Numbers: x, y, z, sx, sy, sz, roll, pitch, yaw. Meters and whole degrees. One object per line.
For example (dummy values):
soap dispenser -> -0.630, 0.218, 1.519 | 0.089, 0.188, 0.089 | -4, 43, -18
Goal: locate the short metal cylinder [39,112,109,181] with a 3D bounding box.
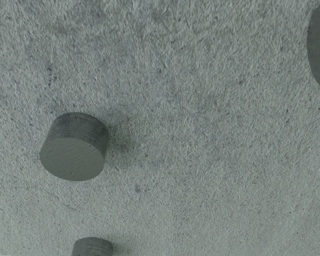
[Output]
short metal cylinder -> -0.111, 0.026, 0.411 | 0.081, 0.050, 0.079 | 0, 130, 0

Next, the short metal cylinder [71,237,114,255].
short metal cylinder -> -0.135, 0.259, 0.610 | 0.081, 0.050, 0.079 | 0, 130, 0

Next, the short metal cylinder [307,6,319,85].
short metal cylinder -> 0.185, -0.082, 0.303 | 0.050, 0.080, 0.080 | -9, 130, 7
